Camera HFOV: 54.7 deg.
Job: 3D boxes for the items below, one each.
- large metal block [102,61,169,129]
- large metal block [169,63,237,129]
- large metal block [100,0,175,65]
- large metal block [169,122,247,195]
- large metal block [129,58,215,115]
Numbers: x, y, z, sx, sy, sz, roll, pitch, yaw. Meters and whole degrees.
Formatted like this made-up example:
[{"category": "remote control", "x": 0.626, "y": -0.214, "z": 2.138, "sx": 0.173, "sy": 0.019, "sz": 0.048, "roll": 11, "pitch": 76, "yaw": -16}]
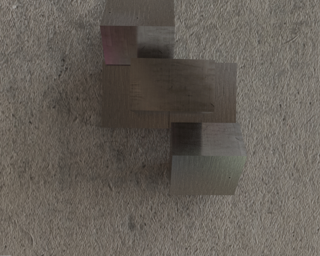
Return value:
[{"category": "large metal block", "x": -0.029, "y": -0.040, "z": 0.397, "sx": 0.081, "sy": 0.050, "sz": 0.079, "roll": 1, "pitch": 90, "yaw": -1}, {"category": "large metal block", "x": 0.052, "y": -0.039, "z": 0.398, "sx": 0.081, "sy": 0.050, "sz": 0.079, "roll": 1, "pitch": 90, "yaw": -1}, {"category": "large metal block", "x": -0.024, "y": -0.121, "z": 0.377, "sx": 0.081, "sy": 0.050, "sz": 0.080, "roll": 1, "pitch": 46, "yaw": 0}, {"category": "large metal block", "x": 0.053, "y": 0.039, "z": 0.378, "sx": 0.081, "sy": 0.079, "sz": 0.050, "roll": 0, "pitch": 46, "yaw": -1}, {"category": "large metal block", "x": 0.012, "y": -0.041, "z": 0.334, "sx": 0.081, "sy": 0.080, "sz": 0.050, "roll": 1, "pitch": 90, "yaw": -1}]
